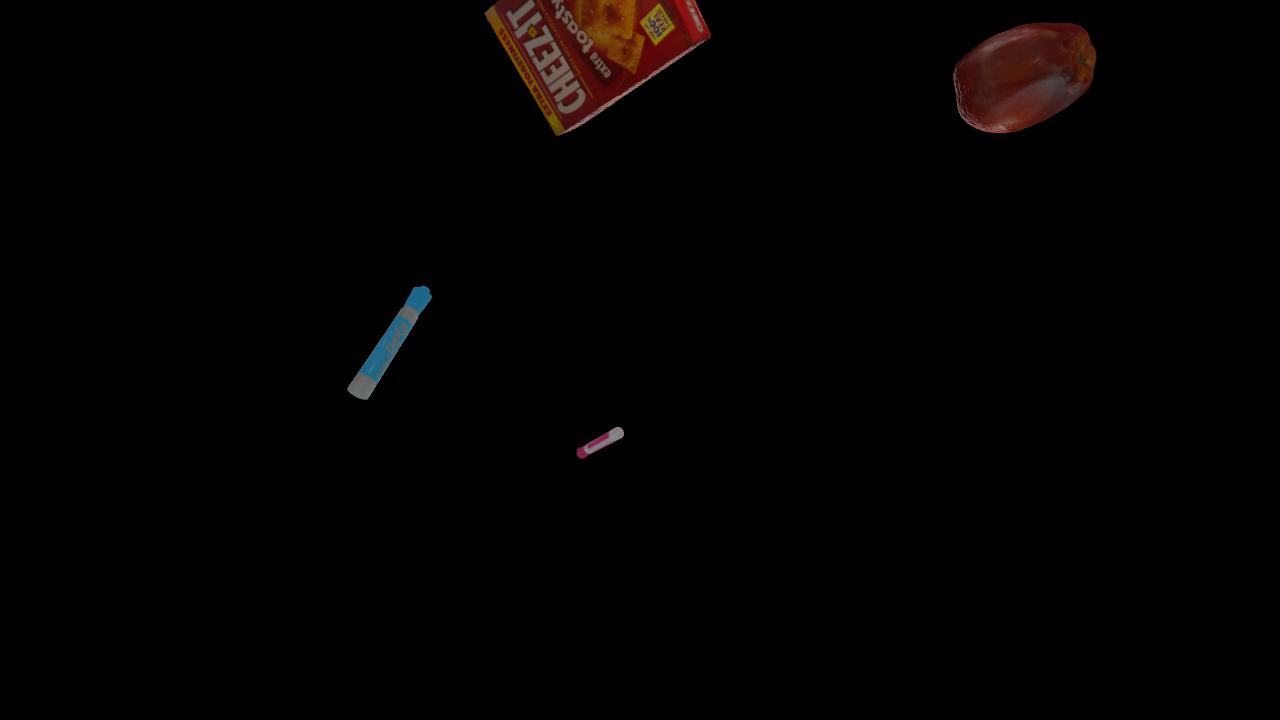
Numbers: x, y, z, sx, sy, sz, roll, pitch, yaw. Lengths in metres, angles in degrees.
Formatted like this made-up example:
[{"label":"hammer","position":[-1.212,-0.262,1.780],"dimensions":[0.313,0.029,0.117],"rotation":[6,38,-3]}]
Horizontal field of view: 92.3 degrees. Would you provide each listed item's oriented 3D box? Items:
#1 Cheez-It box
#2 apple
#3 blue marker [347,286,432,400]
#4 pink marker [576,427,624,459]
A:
[{"label":"Cheez-It box","position":[-0.052,-0.395,0.724],"dimensions":[0.223,0.166,0.071],"rotation":[-18,21,35]},{"label":"apple","position":[0.289,-0.214,0.469],"dimensions":[0.079,0.079,0.093],"rotation":[0,1,-28]},{"label":"blue marker","position":[-0.221,-0.019,0.551],"dimensions":[0.020,0.121,0.020],"rotation":[15,-31,9]},{"label":"pink marker","position":[-0.066,0.132,0.971],"dimensions":[0.020,0.020,0.121],"rotation":[0,-22,-38]}]
